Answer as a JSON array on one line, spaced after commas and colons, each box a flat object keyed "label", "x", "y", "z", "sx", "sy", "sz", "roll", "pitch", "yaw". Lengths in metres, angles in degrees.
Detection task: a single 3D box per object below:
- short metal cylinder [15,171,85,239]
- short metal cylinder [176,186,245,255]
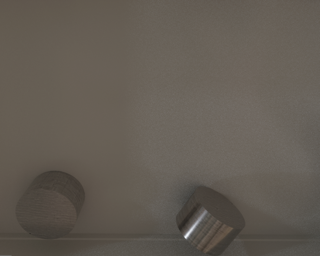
[{"label": "short metal cylinder", "x": -0.152, "y": 0.107, "z": 0.435, "sx": 0.081, "sy": 0.050, "sz": 0.079, "roll": 0, "pitch": 110, "yaw": -1}, {"label": "short metal cylinder", "x": 0.070, "y": 0.127, "z": 0.430, "sx": 0.080, "sy": 0.080, "sz": 0.050, "roll": 29, "pitch": 107, "yaw": -11}]
